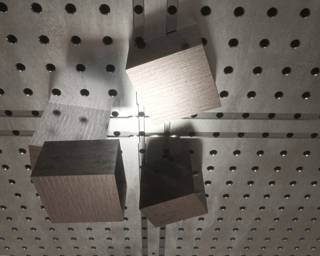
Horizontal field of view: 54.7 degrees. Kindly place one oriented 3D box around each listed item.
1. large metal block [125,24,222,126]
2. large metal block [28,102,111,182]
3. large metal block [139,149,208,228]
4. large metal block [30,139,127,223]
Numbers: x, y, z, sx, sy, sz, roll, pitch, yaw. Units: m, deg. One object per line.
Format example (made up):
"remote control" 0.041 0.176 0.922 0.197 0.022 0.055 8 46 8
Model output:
"large metal block" 0.017 -0.057 0.347 0.080 0.050 0.080 -16 129 13
"large metal block" -0.108 0.016 0.388 0.081 0.080 0.050 8 130 -7
"large metal block" 0.019 0.087 0.450 0.080 0.080 0.050 -20 127 16
"large metal block" -0.082 0.059 0.340 0.081 0.050 0.079 -2 130 1
